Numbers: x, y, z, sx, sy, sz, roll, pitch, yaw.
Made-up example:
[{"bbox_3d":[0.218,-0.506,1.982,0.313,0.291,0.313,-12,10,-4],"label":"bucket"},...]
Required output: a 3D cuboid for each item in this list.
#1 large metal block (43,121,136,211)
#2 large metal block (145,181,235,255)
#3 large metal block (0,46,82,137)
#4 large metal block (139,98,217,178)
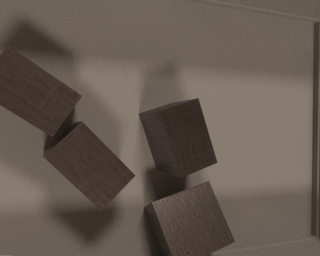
[{"bbox_3d":[-0.083,0.039,0.351,0.050,0.080,0.080,-46,105,-14],"label":"large metal block"},{"bbox_3d":[0.035,0.123,0.398,0.081,0.050,0.080,-16,74,-20],"label":"large metal block"},{"bbox_3d":[-0.136,-0.034,0.331,0.080,0.080,0.050,36,79,-17],"label":"large metal block"},{"bbox_3d":[0.020,0.011,0.390,0.050,0.080,0.080,-20,97,-19],"label":"large metal block"}]
